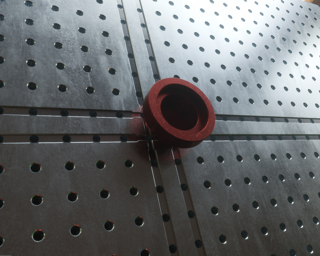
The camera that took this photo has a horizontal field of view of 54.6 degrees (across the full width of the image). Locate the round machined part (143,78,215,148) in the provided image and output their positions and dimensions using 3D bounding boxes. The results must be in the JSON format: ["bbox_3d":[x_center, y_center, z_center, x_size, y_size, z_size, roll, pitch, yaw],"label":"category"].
[{"bbox_3d":[0.022,-0.016,0.418,0.099,0.042,0.098,13,56,-21],"label":"round machined part"}]
